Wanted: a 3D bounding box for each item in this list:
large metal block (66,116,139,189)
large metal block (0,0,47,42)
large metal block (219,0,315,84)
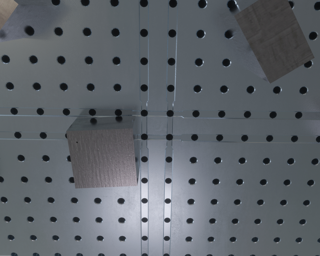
[{"bbox_3d":[-0.071,0.031,0.411,0.080,0.050,0.080,-3,110,1],"label":"large metal block"},{"bbox_3d":[-0.182,-0.140,0.331,0.080,0.080,0.050,40,105,-13],"label":"large metal block"},{"bbox_3d":[0.115,-0.104,0.346,0.050,0.080,0.080,-31,107,11],"label":"large metal block"}]
